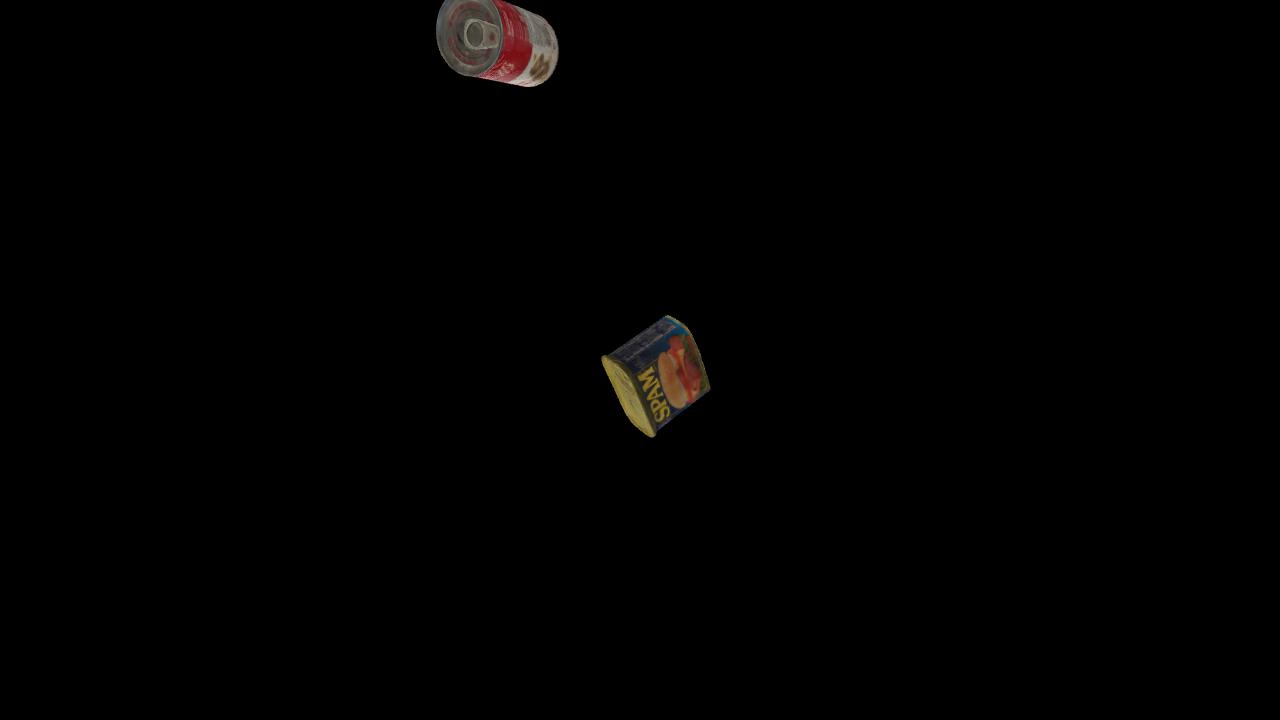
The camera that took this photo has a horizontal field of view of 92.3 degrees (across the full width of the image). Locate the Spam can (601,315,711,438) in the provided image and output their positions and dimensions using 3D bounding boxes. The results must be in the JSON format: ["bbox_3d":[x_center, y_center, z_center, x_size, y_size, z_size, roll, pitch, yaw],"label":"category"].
[{"bbox_3d":[0.019,0.016,0.647,0.085,0.101,0.058,-36,38,-18],"label":"Spam can"}]

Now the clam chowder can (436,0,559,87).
[{"bbox_3d":[-0.126,-0.291,0.563,0.068,0.068,0.102,0,17,22],"label":"clam chowder can"}]
